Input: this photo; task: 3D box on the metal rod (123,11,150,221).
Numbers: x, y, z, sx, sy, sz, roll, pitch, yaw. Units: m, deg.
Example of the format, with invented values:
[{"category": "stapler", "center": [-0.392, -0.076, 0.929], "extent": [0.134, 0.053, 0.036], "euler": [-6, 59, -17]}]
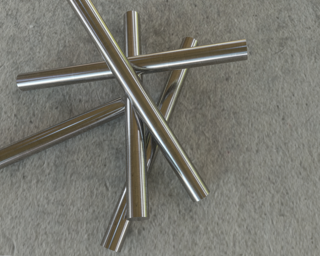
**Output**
[{"category": "metal rod", "center": [-0.033, -0.035, 0.403], "extent": [0.025, 0.025, 0.299], "euler": [-3, 64, -2]}]

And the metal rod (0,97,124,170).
[{"category": "metal rod", "center": [-0.184, 0.031, 0.394], "extent": [0.302, 0.025, 0.025], "euler": [-25, 72, -9]}]

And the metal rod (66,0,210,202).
[{"category": "metal rod", "center": [-0.029, -0.043, 0.373], "extent": [0.025, 0.025, 0.299], "euler": [-32, 93, -11]}]

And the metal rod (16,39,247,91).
[{"category": "metal rod", "center": [-0.045, -0.078, 0.397], "extent": [0.301, 0.025, 0.025], "euler": [-6, 70, 13]}]

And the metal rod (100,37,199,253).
[{"category": "metal rod", "center": [-0.006, 0.007, 0.405], "extent": [0.025, 0.025, 0.300], "euler": [19, 71, 6]}]
